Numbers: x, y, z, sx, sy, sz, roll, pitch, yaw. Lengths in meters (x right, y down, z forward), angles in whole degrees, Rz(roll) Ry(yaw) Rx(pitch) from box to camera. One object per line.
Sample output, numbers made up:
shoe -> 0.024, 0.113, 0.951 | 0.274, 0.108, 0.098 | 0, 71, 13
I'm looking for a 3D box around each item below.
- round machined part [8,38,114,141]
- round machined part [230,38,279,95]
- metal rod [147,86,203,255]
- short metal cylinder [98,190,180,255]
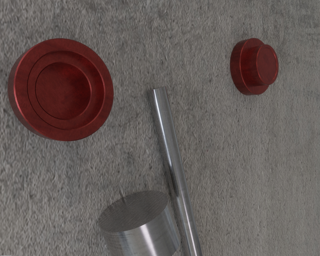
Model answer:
round machined part -> -0.100, -0.036, 0.310 | 0.099, 0.042, 0.097 | 0, 90, -40
round machined part -> 0.168, -0.106, 0.534 | 0.099, 0.042, 0.097 | 0, 90, -40
metal rod -> 0.028, 0.092, 0.428 | 0.025, 0.025, 0.298 | -21, 104, -38
short metal cylinder -> -0.022, 0.113, 0.350 | 0.081, 0.080, 0.050 | -28, 108, -36
